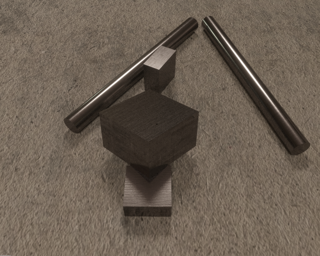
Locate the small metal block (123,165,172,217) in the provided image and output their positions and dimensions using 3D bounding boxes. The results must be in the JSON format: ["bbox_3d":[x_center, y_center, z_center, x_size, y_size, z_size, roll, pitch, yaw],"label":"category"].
[{"bbox_3d":[-0.013,0.070,0.344,0.050,0.025,0.050,1,50,0],"label":"small metal block"}]

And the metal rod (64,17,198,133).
[{"bbox_3d":[-0.029,-0.096,0.483,0.025,0.025,0.301,29,55,22],"label":"metal rod"}]

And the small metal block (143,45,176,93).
[{"bbox_3d":[0.000,-0.085,0.458,0.025,0.050,0.050,24,54,18],"label":"small metal block"}]

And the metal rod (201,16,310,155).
[{"bbox_3d":[0.131,-0.084,0.475,0.025,0.025,0.300,-13,51,-11],"label":"metal rod"}]

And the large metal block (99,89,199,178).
[{"bbox_3d":[-0.012,0.002,0.366,0.080,0.050,0.081,29,43,35],"label":"large metal block"}]
